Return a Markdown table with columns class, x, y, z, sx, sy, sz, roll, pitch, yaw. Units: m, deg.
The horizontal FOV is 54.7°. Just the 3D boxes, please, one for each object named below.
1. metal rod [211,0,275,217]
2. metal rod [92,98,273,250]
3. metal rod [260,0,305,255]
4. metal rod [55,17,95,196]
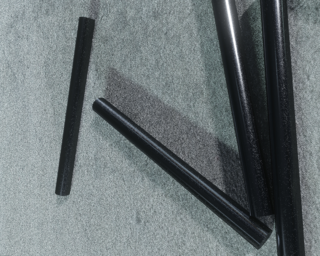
| class | x | y | z | sx | sy | sz | roll | pitch | yaw |
| --- | --- | --- | --- | --- | --- | --- | --- | --- | --- |
| metal rod | 0.083 | -0.059 | 0.335 | 0.025 | 0.025 | 0.298 | -14 | 81 | 39 |
| metal rod | 0.006 | 0.039 | 0.397 | 0.300 | 0.025 | 0.025 | 37 | 112 | 33 |
| metal rod | 0.120 | 0.001 | 0.304 | 0.025 | 0.025 | 0.298 | -5 | 87 | 39 |
| metal rod | -0.144 | -0.031 | 0.520 | 0.025 | 0.025 | 0.298 | 17 | 101 | 38 |
